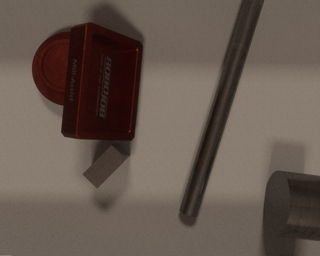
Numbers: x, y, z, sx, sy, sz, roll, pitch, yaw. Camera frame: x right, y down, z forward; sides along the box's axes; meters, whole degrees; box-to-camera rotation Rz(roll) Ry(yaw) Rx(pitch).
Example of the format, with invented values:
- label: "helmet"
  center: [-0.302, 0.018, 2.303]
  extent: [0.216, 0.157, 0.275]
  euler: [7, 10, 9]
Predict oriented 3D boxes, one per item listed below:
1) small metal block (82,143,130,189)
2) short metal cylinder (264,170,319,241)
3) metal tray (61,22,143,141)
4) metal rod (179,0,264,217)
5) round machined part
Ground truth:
- label: "small metal block"
  center: [-0.067, 0.047, 0.398]
  extent: [0.025, 0.050, 0.050]
  euler: [45, 90, -1]
- label: "short metal cylinder"
  center: [0.170, 0.096, 0.386]
  extent: [0.050, 0.080, 0.080]
  euler: [7, 90, 0]
- label: "metal tray"
  center: [-0.067, -0.051, 0.379]
  extent: [0.030, 0.091, 0.129]
  euler: [5, 90, 40]
- label: "metal rod"
  center: [0.082, -0.029, 0.412]
  extent: [0.025, 0.025, 0.298]
  euler: [17, 90, -1]
- label: "round machined part"
  center: [-0.117, -0.077, 0.401]
  extent: [0.099, 0.042, 0.097]
  euler: [0, 90, -1]
